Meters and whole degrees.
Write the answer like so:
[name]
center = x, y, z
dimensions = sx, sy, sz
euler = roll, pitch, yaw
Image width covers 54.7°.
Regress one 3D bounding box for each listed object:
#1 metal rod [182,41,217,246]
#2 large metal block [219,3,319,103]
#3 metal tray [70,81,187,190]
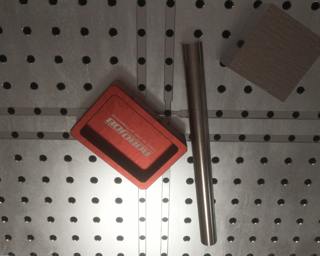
[metal rod]
center = 0.057, 0.035, 0.427
dimensions = 0.025, 0.025, 0.298
euler = -7, 110, 2
[large metal block]
center = 0.132, -0.090, 0.369
dimensions = 0.080, 0.050, 0.080
euler = 29, 107, -11
[metal tray]
center = -0.039, 0.012, 0.414
dimensions = 0.130, 0.030, 0.090
euler = 41, 105, -14
